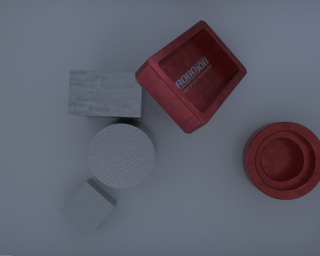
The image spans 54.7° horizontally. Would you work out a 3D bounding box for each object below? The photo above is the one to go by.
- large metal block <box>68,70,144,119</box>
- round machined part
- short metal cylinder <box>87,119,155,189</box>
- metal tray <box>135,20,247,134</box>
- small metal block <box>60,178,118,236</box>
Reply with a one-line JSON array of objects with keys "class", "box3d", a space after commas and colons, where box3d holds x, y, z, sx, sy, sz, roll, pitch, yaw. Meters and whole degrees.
[{"class": "large metal block", "box3d": [-0.061, -0.038, 0.383, 0.081, 0.080, 0.050, 2, 90, -1]}, {"class": "round machined part", "box3d": [0.157, 0.041, 0.405, 0.099, 0.042, 0.097, 0, 90, -1]}, {"class": "short metal cylinder", "box3d": [-0.046, 0.030, 0.393, 0.081, 0.050, 0.079, 0, 99, 0]}, {"class": "metal tray", "box3d": [0.043, -0.065, 0.368, 0.090, 0.030, 0.131, 48, 50, -5]}, {"class": "small metal block", "box3d": [-0.093, 0.104, 0.410, 0.050, 0.025, 0.050, 42, 90, -1]}]
